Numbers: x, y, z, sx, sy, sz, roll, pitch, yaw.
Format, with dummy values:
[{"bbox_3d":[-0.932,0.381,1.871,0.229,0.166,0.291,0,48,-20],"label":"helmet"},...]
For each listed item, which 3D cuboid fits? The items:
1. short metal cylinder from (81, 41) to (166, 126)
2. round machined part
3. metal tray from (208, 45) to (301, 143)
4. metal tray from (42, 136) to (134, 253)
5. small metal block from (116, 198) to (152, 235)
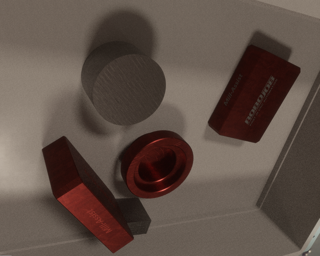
[{"bbox_3d":[-0.041,-0.049,0.341,0.081,0.050,0.079,-14,125,-21],"label":"short metal cylinder"},{"bbox_3d":[-0.007,0.045,0.423,0.099,0.042,0.097,-14,125,-21],"label":"round machined part"},{"bbox_3d":[0.138,-0.045,0.456,0.091,0.030,0.129,12,112,-34],"label":"metal tray"},{"bbox_3d":[-0.085,0.080,0.371,0.030,0.090,0.130,-33,129,-7],"label":"metal tray"},{"bbox_3d":[-0.048,0.128,0.447,0.050,0.050,0.025,5,116,-31],"label":"small metal block"}]
